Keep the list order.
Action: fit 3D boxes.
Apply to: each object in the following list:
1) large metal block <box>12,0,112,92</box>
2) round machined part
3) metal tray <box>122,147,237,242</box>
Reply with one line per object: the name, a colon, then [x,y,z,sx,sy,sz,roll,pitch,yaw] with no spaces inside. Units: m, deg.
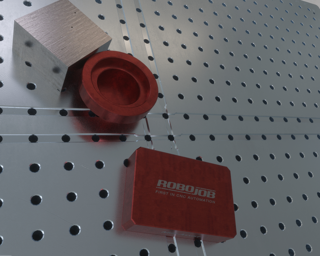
large metal block: [-0.122,-0.106,0.391,0.080,0.050,0.080,41,51,0]
round machined part: [-0.055,-0.047,0.396,0.099,0.042,0.098,14,56,-21]
metal tray: [0.025,0.081,0.369,0.131,0.030,0.090,15,56,-20]
